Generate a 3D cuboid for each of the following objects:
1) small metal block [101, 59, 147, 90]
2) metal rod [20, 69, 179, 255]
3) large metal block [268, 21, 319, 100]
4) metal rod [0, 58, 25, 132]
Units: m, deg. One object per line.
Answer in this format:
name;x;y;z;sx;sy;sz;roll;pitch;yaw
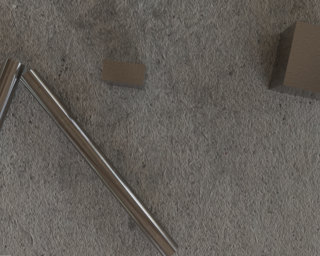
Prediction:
small metal block;-0.044;-0.067;0.397;0.050;0.050;0.025;8;90;-1
metal rod;-0.079;0.047;0.408;0.025;0.025;0.300;-39;91;0
large metal block;0.197;-0.083;0.400;0.080;0.050;0.080;12;90;-1
metal rod;-0.243;0.052;0.406;0.025;0.025;0.299;21;90;-1
